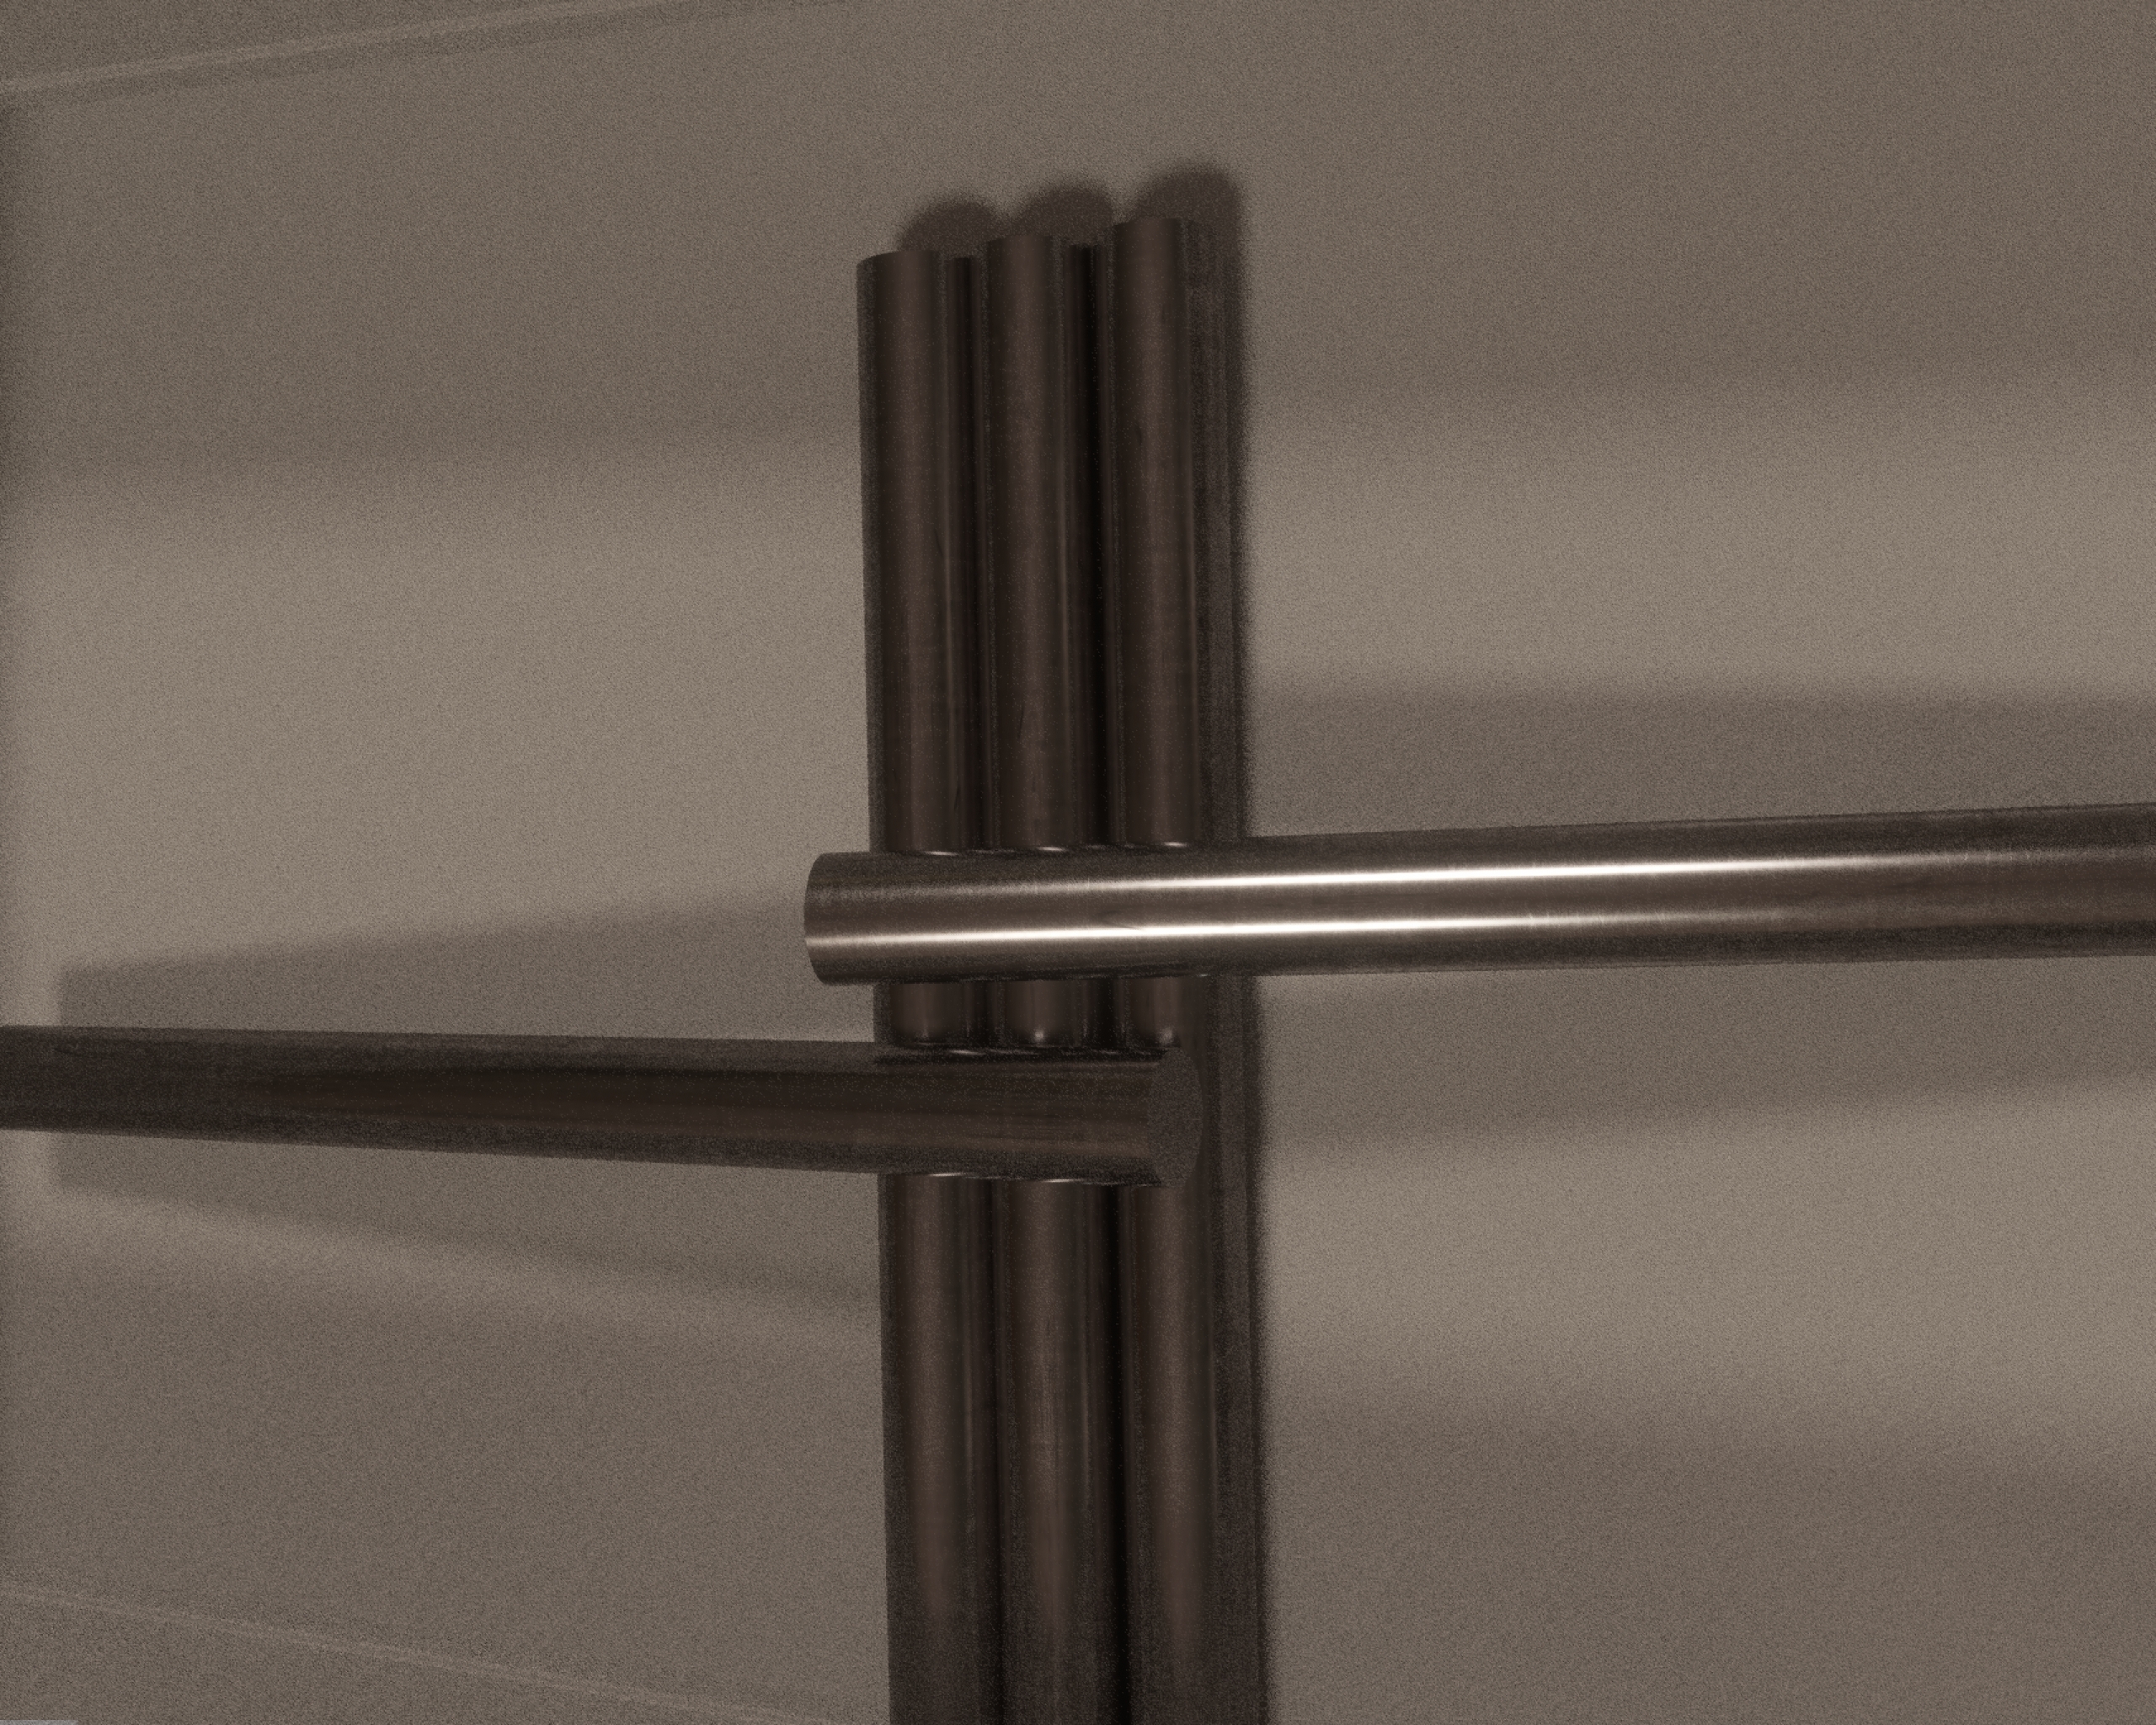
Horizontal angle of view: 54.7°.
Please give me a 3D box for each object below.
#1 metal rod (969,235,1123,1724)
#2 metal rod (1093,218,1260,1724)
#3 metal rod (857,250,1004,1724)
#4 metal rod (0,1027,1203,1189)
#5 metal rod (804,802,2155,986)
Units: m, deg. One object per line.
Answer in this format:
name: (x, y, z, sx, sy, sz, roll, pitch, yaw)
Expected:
metal rod: (-0.005, 0.029, 0.410, 0.025, 0.025, 0.298, -2, 89, 19)
metal rod: (0.019, 0.028, 0.402, 0.025, 0.025, 0.298, -2, 89, 19)
metal rod: (-0.028, 0.030, 0.418, 0.025, 0.025, 0.298, -2, 89, 19)
metal rod: (-0.119, 0.048, 0.432, 0.301, 0.025, 0.025, -1, 90, 25)
metal rod: (0.100, 0.005, 0.355, 0.301, 0.025, 0.025, -2, 89, 13)
